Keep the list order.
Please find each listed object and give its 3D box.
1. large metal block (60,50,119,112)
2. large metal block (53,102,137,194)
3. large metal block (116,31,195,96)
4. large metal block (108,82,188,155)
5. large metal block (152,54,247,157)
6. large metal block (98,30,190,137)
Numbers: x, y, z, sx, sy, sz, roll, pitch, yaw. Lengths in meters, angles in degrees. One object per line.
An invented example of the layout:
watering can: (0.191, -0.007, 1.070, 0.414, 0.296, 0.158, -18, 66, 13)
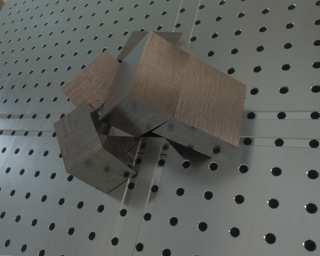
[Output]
large metal block: (-0.086, -0.061, 0.449, 0.080, 0.080, 0.050, -41, 95, 0)
large metal block: (-0.083, 0.027, 0.400, 0.050, 0.080, 0.080, -34, 52, 5)
large metal block: (0.002, -0.085, 0.425, 0.080, 0.080, 0.050, 14, 69, 34)
large metal block: (-0.010, -0.013, 0.407, 0.080, 0.050, 0.080, 1, 62, 29)
large metal block: (0.046, -0.023, 0.353, 0.050, 0.080, 0.080, -33, 37, 58)
large metal block: (-0.019, -0.044, 0.341, 0.080, 0.050, 0.080, -28, 41, 56)
